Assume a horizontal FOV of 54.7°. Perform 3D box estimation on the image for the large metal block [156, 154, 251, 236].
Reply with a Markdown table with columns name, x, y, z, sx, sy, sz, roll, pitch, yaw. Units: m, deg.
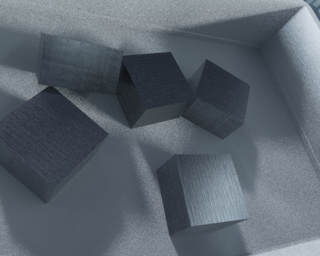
| name | x | y | z | sx | sy | sz | roll | pitch | yaw |
| --- | --- | --- | --- | --- | --- | --- | --- | --- | --- |
| large metal block | 0.049 | 0.078 | 0.370 | 0.081 | 0.050 | 0.080 | 2 | 61 | -28 |

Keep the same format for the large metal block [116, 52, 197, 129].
| name | x | y | z | sx | sy | sz | roll | pitch | yaw |
| --- | --- | --- | --- | --- | --- | --- | --- | --- | --- |
| large metal block | -0.011 | -0.052 | 0.417 | 0.081 | 0.050 | 0.080 | -14 | 69 | -34 |

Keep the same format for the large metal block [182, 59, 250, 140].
| name | x | y | z | sx | sy | sz | roll | pitch | yaw |
| --- | --- | --- | --- | --- | --- | --- | --- | --- | --- |
| large metal block | 0.082 | -0.043 | 0.462 | 0.080 | 0.050 | 0.080 | 29 | 52 | -11 |

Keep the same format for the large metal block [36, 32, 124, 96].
| name | x | y | z | sx | sy | sz | roll | pitch | yaw |
| --- | --- | --- | --- | --- | --- | --- | --- | --- | --- |
| large metal block | -0.096 | -0.075 | 0.358 | 0.081 | 0.050 | 0.080 | 6 | 14 | -25 |

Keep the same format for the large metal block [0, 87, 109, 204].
| name | x | y | z | sx | sy | sz | roll | pitch | yaw |
| --- | --- | --- | --- | --- | --- | --- | --- | --- | --- |
| large metal block | -0.115 | 0.016 | 0.319 | 0.080 | 0.050 | 0.080 | 41 | 51 | -1 |
